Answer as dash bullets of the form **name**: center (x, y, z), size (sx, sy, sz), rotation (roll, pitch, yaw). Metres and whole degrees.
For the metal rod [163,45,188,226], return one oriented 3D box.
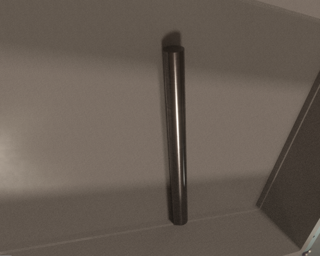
- **metal rod**: center (0.025, 0.032, 0.443), size (0.025, 0.025, 0.298), rotation (-17, 126, -19)
